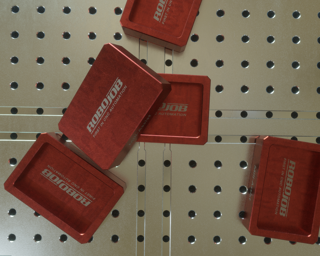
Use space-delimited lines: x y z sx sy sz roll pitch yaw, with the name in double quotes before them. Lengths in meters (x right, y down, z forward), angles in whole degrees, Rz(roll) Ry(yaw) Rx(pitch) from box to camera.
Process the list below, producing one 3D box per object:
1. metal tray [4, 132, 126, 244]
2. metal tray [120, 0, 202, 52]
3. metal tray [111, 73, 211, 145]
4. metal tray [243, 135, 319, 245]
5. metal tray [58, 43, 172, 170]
"metal tray" -0.122 0.077 0.409 0.130 0.030 0.090 36 90 -1
"metal tray" 0.011 -0.178 0.410 0.090 0.030 0.129 19 90 -1
"metal tray" -0.002 -0.026 0.410 0.131 0.030 0.089 3 90 -1
"metal tray" 0.168 0.080 0.413 0.091 0.030 0.129 9 90 -1
"metal tray" -0.058 -0.025 0.380 0.090 0.030 0.129 40 108 13
